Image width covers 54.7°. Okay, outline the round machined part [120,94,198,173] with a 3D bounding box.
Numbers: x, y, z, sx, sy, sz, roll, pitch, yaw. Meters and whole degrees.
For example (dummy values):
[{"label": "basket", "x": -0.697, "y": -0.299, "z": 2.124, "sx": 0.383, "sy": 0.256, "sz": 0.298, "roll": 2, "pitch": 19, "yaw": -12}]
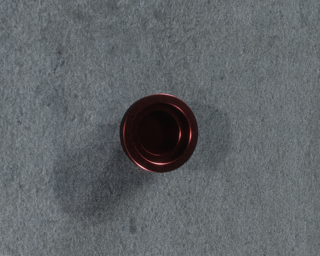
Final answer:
[{"label": "round machined part", "x": -0.004, "y": 0.006, "z": 0.400, "sx": 0.099, "sy": 0.042, "sz": 0.097, "roll": 0, "pitch": 90, "yaw": -21}]
